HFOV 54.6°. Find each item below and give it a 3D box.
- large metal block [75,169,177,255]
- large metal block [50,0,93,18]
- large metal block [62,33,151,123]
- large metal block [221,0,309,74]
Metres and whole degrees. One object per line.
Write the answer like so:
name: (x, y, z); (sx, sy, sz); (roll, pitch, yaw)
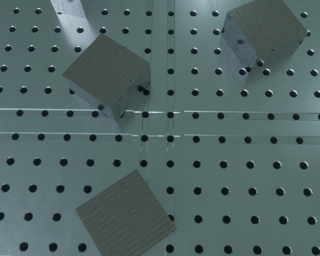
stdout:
large metal block: (-0.037, 0.107, 0.359); (0.080, 0.050, 0.080); (-33, 73, -11)
large metal block: (-0.131, -0.228, 0.465); (0.050, 0.080, 0.080); (13, 71, 5)
large metal block: (-0.070, -0.068, 0.423); (0.080, 0.050, 0.080); (34, 74, 11)
large metal block: (0.148, -0.137, 0.449); (0.080, 0.050, 0.080); (-25, 72, -9)
